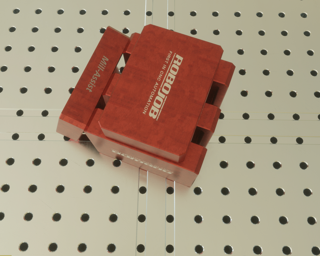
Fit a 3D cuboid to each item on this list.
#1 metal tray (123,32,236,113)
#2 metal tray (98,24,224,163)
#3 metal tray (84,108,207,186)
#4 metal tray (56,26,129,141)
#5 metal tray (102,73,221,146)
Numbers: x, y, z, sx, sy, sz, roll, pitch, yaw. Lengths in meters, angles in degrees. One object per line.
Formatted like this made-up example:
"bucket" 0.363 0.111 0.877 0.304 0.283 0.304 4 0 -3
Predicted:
"metal tray" 0.022 -0.067 0.401 0.130 0.090 0.030 19 72 7
"metal tray" 0.004 -0.039 0.327 0.090 0.030 0.130 20 71 7
"metal tray" -0.016 0.026 0.367 0.130 0.090 0.030 20 72 7
"metal tray" -0.086 -0.053 0.393 0.030 0.090 0.130 27 71 -14
"metal tray" 0.001 -0.015 0.381 0.130 0.090 0.030 19 70 5
